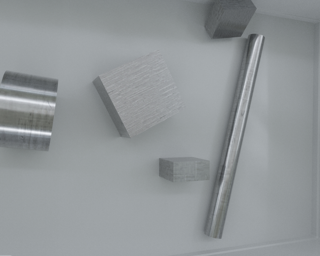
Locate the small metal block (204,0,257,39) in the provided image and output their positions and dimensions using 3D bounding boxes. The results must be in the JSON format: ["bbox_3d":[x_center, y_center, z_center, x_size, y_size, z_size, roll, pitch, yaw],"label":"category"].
[{"bbox_3d":[0.097,-0.153,0.431,0.050,0.050,0.025,-11,62,-20],"label":"small metal block"}]

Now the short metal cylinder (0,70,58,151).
[{"bbox_3d":[-0.140,-0.017,0.330,0.050,0.080,0.080,8,88,-20],"label":"short metal cylinder"}]

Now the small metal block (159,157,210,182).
[{"bbox_3d":[0.031,0.054,0.410,0.050,0.050,0.025,0,90,-20],"label":"small metal block"}]

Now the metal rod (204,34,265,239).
[{"bbox_3d":[0.110,0.008,0.452,0.025,0.025,0.298,15,85,-20],"label":"metal rod"}]

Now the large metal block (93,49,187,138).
[{"bbox_3d":[-0.026,-0.042,0.388,0.080,0.050,0.080,-29,100,-18],"label":"large metal block"}]
